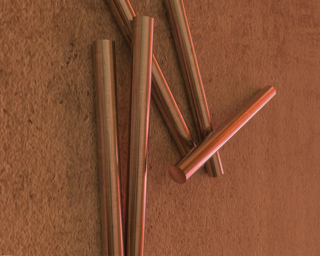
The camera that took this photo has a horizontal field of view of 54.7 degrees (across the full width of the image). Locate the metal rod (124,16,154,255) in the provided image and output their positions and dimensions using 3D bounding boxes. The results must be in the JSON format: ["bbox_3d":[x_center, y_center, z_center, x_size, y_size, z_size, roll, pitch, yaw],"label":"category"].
[{"bbox_3d":[-0.026,0.024,0.365,0.025,0.025,0.298,-1,96,-40],"label":"metal rod"}]

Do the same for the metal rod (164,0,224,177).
[{"bbox_3d":[0.047,-0.070,0.443,0.025,0.025,0.298,-25,106,-37],"label":"metal rod"}]

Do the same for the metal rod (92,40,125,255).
[{"bbox_3d":[-0.057,0.052,0.356,0.025,0.025,0.298,-4,93,-40],"label":"metal rod"}]

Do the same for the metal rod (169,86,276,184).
[{"bbox_3d":[0.112,-0.006,0.471,0.302,0.025,0.025,-34,112,-43],"label":"metal rod"}]

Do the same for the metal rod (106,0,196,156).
[{"bbox_3d":[-0.010,-0.071,0.395,0.025,0.025,0.299,-40,115,-33],"label":"metal rod"}]
